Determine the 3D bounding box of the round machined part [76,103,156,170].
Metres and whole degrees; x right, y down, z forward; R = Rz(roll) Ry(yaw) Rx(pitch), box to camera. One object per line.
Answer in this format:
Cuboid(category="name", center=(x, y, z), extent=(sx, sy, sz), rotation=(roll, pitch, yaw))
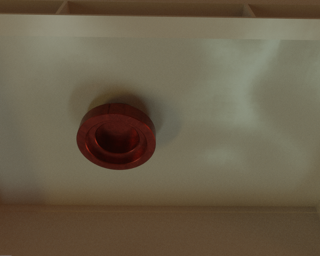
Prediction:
Cuboid(category="round machined part", center=(-0.054, 0.006, 0.403), extent=(0.099, 0.042, 0.097), rotation=(0, 130, 0))
